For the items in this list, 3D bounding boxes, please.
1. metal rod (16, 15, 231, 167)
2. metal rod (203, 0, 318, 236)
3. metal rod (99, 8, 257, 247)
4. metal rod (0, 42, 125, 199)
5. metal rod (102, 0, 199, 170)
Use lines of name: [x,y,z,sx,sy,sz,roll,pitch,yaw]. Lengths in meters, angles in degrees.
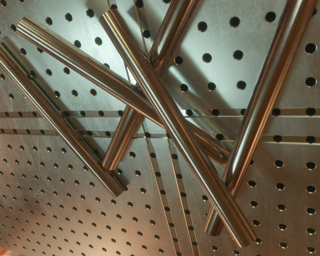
metal rod: [-0.029,-0.035,0.369,0.301,0.025,0.025,33,129,-8]
metal rod: [0.098,0.005,0.338,0.025,0.025,0.298,21,119,15]
metal rod: [0.022,0.002,0.350,0.025,0.025,0.299,-30,93,37]
metal rod: [-0.159,-0.008,0.487,0.025,0.025,0.300,-32,101,38]
metal rod: [-0.022,-0.046,0.392,0.025,0.025,0.298,34,129,6]
